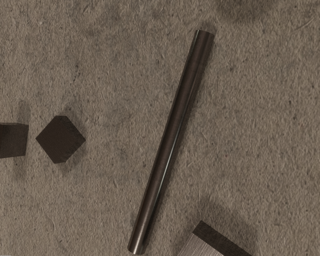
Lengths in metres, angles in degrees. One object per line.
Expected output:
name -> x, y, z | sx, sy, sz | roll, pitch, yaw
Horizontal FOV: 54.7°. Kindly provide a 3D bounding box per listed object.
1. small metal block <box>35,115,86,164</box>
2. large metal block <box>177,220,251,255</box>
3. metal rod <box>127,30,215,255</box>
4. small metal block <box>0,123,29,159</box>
small metal block -> -0.147, 0.017, 0.459 | 0.050, 0.025, 0.050 | -45, 77, 14
large metal block -> 0.058, 0.175, 0.375 | 0.080, 0.050, 0.080 | 32, 100, 16
metal rod -> 0.012, 0.023, 0.403 | 0.025, 0.025, 0.298 | 19, 96, 18
small metal block -> -0.233, 0.018, 0.476 | 0.025, 0.050, 0.050 | 9, 93, 19
